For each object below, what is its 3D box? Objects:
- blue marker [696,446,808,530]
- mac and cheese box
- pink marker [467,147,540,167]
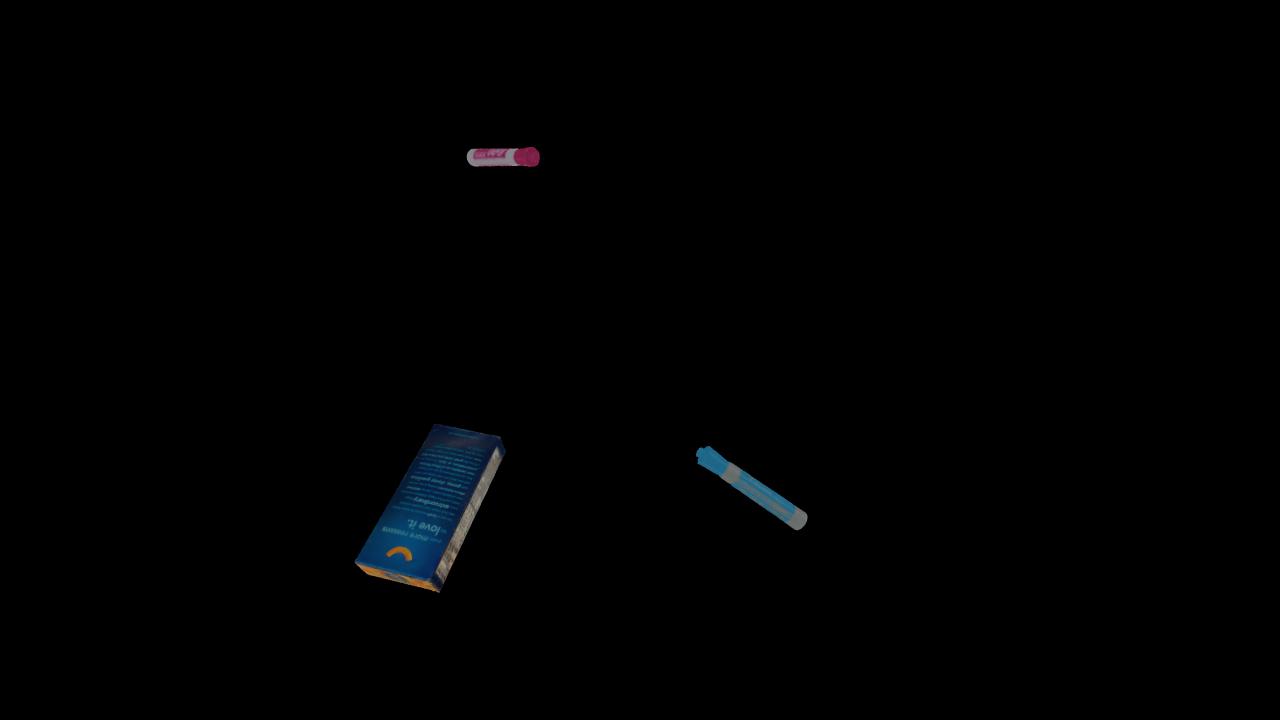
[{"bbox_3d":[0.100,0.115,0.558,0.121,0.020,0.020,35,-7,-10],"label":"blue marker"},{"bbox_3d":[-0.234,0.163,0.707,0.093,0.184,0.041,10,-40,12],"label":"mac and cheese box"},{"bbox_3d":[-0.144,-0.213,0.646,0.020,0.020,0.121,0,13,-45],"label":"pink marker"}]
